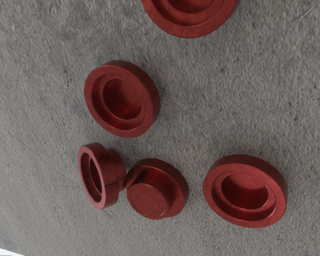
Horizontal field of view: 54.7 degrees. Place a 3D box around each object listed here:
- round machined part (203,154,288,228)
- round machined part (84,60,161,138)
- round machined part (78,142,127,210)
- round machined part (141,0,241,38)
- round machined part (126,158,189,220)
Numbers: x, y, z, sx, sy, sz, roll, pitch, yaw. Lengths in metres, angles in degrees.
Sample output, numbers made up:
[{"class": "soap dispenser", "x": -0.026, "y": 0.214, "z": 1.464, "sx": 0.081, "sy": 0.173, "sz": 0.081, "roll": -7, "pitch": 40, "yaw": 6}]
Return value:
[{"class": "round machined part", "x": 0.107, "y": 0.073, "z": 0.385, "sx": 0.098, "sy": 0.042, "sz": 0.097, "roll": 13, "pitch": 124, "yaw": 21}, {"class": "round machined part", "x": -0.044, "y": -0.040, "z": 0.394, "sx": 0.098, "sy": 0.042, "sz": 0.097, "roll": 13, "pitch": 124, "yaw": 21}, {"class": "round machined part", "x": -0.084, "y": 0.068, "z": 0.464, "sx": 0.098, "sy": 0.042, "sz": 0.097, "roll": 27, "pitch": 124, "yaw": 49}, {"class": "round machined part", "x": 0.031, "y": -0.139, "z": 0.293, "sx": 0.098, "sy": 0.042, "sz": 0.097, "roll": 13, "pitch": 124, "yaw": 21}, {"class": "round machined part", "x": -0.010, "y": 0.097, "z": 0.461, "sx": 0.098, "sy": 0.042, "sz": 0.097, "roll": 13, "pitch": 124, "yaw": 21}]
